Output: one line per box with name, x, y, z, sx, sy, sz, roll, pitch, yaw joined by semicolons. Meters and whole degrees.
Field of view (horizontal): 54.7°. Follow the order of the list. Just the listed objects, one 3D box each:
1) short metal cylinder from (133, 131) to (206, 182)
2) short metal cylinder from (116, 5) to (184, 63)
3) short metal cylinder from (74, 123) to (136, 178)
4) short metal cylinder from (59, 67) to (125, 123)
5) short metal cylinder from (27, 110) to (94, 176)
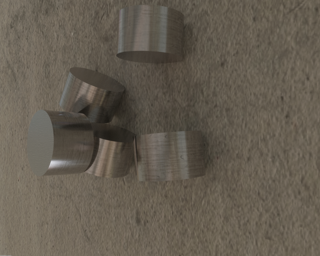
short metal cylinder;0.010;0.032;0.359;0.080;0.081;0.050;-8;85;39
short metal cylinder;-0.012;-0.111;0.377;0.080;0.081;0.050;4;93;39
short metal cylinder;-0.075;0.029;0.429;0.080;0.081;0.050;25;106;37
short metal cylinder;-0.098;-0.048;0.447;0.080;0.081;0.050;37;113;33
short metal cylinder;-0.126;0.019;0.388;0.080;0.050;0.080;-4;85;47
